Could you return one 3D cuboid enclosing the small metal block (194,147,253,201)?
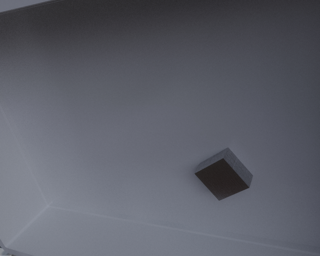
[{"bbox_3d":[0.083,0.060,0.402,0.050,0.025,0.050,48,128,-6],"label":"small metal block"}]
